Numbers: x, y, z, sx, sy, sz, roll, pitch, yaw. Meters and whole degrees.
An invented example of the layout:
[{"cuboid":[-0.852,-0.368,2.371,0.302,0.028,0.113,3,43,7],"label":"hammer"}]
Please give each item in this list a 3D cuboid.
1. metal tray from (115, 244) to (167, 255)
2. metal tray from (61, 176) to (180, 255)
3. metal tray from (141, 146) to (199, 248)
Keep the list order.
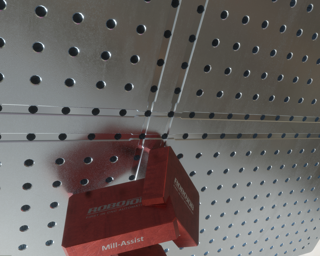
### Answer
[{"cuboid":[-0.015,0.243,0.485,0.091,0.130,0.030,10,113,-33],"label":"metal tray"},{"cuboid":[-0.049,0.109,0.387,0.131,0.090,0.030,-12,119,-4],"label":"metal tray"},{"cuboid":[0.021,0.099,0.440,0.030,0.090,0.130,-13,132,21],"label":"metal tray"}]
